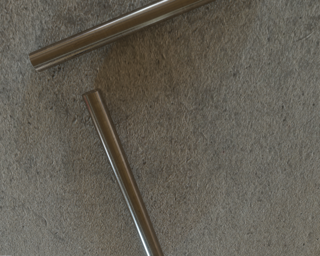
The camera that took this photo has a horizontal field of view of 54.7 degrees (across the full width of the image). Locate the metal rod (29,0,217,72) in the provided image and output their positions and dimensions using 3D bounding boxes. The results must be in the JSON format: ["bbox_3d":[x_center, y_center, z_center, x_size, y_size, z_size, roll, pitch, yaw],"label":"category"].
[{"bbox_3d":[-0.011,-0.131,0.361,0.301,0.025,0.025,-20,109,6],"label":"metal rod"}]

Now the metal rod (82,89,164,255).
[{"bbox_3d":[-0.043,0.088,0.441,0.025,0.025,0.298,-16,110,5],"label":"metal rod"}]
